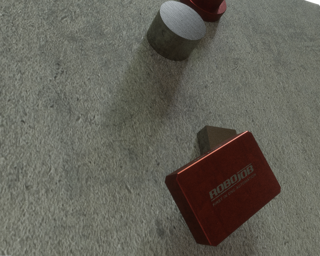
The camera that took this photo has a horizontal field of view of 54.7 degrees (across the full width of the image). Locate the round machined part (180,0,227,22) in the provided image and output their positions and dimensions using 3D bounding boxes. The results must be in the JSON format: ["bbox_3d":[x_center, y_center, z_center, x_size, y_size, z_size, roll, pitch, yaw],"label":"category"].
[{"bbox_3d":[0.088,-0.256,0.596,0.099,0.042,0.098,14,56,-21],"label":"round machined part"}]

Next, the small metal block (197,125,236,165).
[{"bbox_3d":[0.083,0.027,0.432,0.050,0.025,0.050,8,58,-24],"label":"small metal block"}]

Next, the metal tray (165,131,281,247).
[{"bbox_3d":[0.081,0.070,0.381,0.131,0.030,0.090,-26,88,-30],"label":"metal tray"}]

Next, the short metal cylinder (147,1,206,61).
[{"bbox_3d":[0.026,-0.155,0.496,0.081,0.050,0.080,14,56,-21],"label":"short metal cylinder"}]
